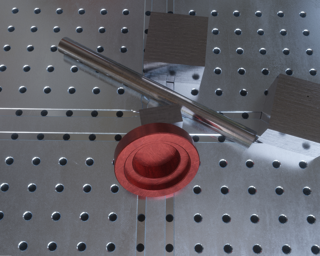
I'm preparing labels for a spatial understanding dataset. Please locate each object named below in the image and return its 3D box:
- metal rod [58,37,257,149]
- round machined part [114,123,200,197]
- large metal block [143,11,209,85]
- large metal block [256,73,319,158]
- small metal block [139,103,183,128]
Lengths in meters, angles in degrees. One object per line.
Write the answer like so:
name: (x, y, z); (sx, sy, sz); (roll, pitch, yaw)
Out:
metal rod: (-0.010, -0.053, 0.430); (0.301, 0.025, 0.025); (28, 72, 9)
round machined part: (-0.005, 0.034, 0.371); (0.099, 0.097, 0.042); (-9, 35, -3)
large metal block: (0.023, -0.112, 0.440); (0.080, 0.050, 0.080); (6, 70, 2)
large metal block: (0.180, -0.015, 0.405); (0.080, 0.050, 0.080); (17, 71, 6)
small metal block: (0.001, -0.006, 0.400); (0.050, 0.050, 0.025); (-9, 68, -4)
